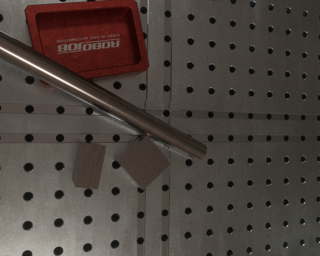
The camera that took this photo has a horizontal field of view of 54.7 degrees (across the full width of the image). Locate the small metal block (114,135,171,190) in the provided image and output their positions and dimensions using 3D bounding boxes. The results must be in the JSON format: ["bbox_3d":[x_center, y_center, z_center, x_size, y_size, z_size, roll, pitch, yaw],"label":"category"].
[{"bbox_3d":[-0.023,0.044,0.405,0.050,0.025,0.050,-42,104,-15],"label":"small metal block"}]

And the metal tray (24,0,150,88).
[{"bbox_3d":[-0.086,-0.104,0.378,0.131,0.030,0.089,-13,95,-20],"label":"metal tray"}]

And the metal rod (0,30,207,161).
[{"bbox_3d":[-0.060,-0.030,0.366,0.301,0.025,0.025,28,81,-27],"label":"metal rod"}]

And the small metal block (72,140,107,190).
[{"bbox_3d":[-0.085,0.042,0.368,0.025,0.050,0.050,12,86,-20],"label":"small metal block"}]
